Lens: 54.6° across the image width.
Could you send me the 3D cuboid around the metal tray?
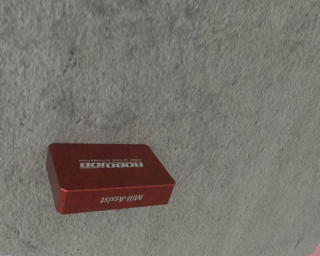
[{"bbox_3d":[-0.059,0.054,0.365,0.131,0.090,0.030,3,117,-30],"label":"metal tray"}]
